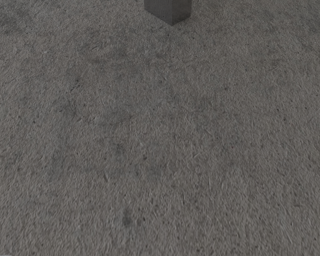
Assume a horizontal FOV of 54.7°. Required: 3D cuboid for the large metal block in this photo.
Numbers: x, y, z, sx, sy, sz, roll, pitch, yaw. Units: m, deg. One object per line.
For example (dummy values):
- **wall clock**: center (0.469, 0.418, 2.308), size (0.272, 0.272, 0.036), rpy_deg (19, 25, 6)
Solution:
- **large metal block**: center (0.014, -0.252, 0.579), size (0.050, 0.080, 0.080), rpy_deg (-34, 58, -25)
